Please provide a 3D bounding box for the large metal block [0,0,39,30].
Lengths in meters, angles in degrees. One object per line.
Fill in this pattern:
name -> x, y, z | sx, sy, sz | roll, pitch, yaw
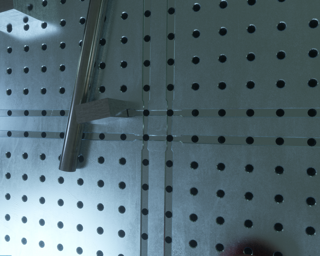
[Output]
large metal block -> -0.244, -0.208, 0.485 | 0.080, 0.050, 0.080 | -7, 88, 20

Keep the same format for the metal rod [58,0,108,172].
metal rod -> -0.108, -0.084, 0.450 | 0.025, 0.025, 0.298 | 13, 94, 19

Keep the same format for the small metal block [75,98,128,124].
small metal block -> -0.080, -0.022, 0.427 | 0.050, 0.050, 0.025 | -11, 87, 19
